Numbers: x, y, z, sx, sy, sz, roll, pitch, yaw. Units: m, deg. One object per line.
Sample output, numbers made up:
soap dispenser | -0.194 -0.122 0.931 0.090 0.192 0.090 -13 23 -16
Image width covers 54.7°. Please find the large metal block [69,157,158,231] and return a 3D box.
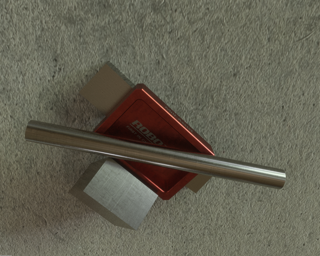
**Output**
large metal block | -0.063 0.086 0.403 0.080 0.080 0.050 41 63 -14

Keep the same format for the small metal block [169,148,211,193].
small metal block | 0.046 0.054 0.431 0.050 0.025 0.050 37 106 -13

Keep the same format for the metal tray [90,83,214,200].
metal tray | -0.008 0.020 0.388 0.130 0.030 0.090 42 104 -14

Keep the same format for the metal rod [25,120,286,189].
metal rod | -0.001 0.033 0.364 0.302 0.025 0.025 11 110 -5

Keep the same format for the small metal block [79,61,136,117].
small metal block | -0.064 -0.048 0.392 0.050 0.025 0.050 43 104 -15
